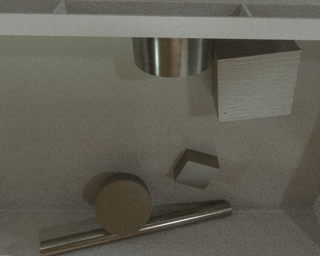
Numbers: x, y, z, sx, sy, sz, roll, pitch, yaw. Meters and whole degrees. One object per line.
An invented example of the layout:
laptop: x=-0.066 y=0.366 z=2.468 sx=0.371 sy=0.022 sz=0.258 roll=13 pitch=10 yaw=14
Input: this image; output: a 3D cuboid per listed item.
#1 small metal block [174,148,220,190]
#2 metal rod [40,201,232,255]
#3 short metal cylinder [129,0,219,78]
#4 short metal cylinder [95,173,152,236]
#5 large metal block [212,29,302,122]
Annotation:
small metal block: x=0.054 y=0.062 z=0.463 sx=0.050 sy=0.025 sz=0.050 roll=16 pitch=128 yaw=-14
metal rod: x=-0.029 y=0.159 z=0.493 sx=0.302 sy=0.025 sz=0.025 roll=-9 pitch=131 yaw=-12
short metal cylinder: x=0.013 y=-0.091 z=0.296 sx=0.081 sy=0.080 sz=0.050 roll=-2 pitch=130 yaw=1
short metal cylinder: x=-0.054 y=0.112 z=0.462 sx=0.081 sy=0.050 sz=0.079 roll=0 pitch=93 yaw=-6
large metal block: x=0.102 y=-0.057 z=0.346 sx=0.080 sy=0.050 sz=0.080 roll=-6 pitch=130 yaw=4
